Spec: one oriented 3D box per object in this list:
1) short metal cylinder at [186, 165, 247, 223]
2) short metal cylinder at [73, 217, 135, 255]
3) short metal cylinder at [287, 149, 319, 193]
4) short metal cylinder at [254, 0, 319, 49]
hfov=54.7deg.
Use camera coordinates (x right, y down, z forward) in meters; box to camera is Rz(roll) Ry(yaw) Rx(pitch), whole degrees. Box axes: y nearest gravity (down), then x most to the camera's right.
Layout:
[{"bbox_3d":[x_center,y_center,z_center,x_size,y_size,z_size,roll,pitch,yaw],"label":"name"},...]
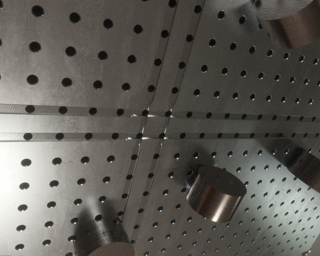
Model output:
[{"bbox_3d":[0.089,0.102,0.490,0.081,0.080,0.050,8,115,-32],"label":"short metal cylinder"},{"bbox_3d":[-0.084,0.181,0.462,0.081,0.050,0.079,-14,124,-21],"label":"short metal cylinder"},{"bbox_3d":[0.294,0.083,0.591,0.080,0.080,0.050,25,105,-37],"label":"short metal cylinder"},{"bbox_3d":[0.163,-0.144,0.378,0.080,0.080,0.050,-46,130,3],"label":"short metal cylinder"}]
